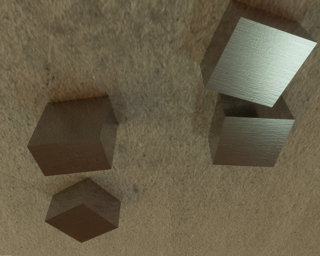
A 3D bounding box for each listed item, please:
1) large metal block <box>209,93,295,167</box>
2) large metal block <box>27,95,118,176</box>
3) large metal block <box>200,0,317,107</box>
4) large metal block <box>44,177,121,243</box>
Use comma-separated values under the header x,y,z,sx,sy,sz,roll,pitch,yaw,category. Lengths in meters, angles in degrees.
x,y,z,sx,sy,sz,roll,pitch,yaw,category
0.111,0.003,0.395,0.081,0.050,0.079,3,130,-3,large metal block
-0.100,0.008,0.376,0.080,0.080,0.050,-7,130,5,large metal block
0.097,-0.077,0.327,0.081,0.050,0.079,14,129,-12,large metal block
-0.123,0.135,0.505,0.080,0.050,0.080,-28,125,21,large metal block
